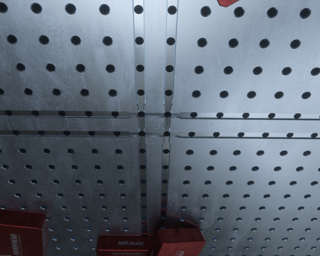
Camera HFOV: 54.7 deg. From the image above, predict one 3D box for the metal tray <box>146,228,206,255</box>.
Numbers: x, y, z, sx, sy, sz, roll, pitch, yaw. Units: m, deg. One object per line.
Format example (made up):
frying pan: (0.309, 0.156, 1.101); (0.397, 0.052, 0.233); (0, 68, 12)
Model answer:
metal tray: (0.022, 0.247, 0.590); (0.091, 0.030, 0.129); (7, 121, -25)

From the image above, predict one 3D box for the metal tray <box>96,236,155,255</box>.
metal tray: (-0.058, 0.256, 0.625); (0.131, 0.030, 0.089); (1, 130, -2)

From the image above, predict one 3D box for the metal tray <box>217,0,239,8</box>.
metal tray: (0.063, -0.181, 0.255); (0.090, 0.030, 0.130); (-25, 126, 19)

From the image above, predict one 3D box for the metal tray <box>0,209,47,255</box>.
metal tray: (-0.263, 0.206, 0.580); (0.091, 0.030, 0.129); (9, 130, -8)
